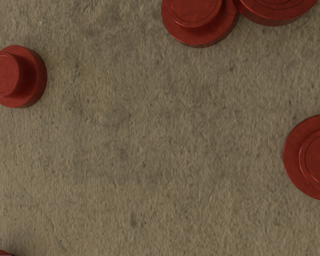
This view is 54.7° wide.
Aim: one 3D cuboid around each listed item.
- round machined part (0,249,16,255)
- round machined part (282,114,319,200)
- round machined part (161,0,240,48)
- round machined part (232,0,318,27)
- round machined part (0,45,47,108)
[{"bbox_3d":[-0.252,0.239,0.487,0.098,0.042,0.097,0,90,19],"label":"round machined part"},{"bbox_3d":[0.185,0.032,0.335,0.098,0.042,0.097,0,90,19],"label":"round machined part"},{"bbox_3d":[0.047,-0.152,0.383,0.098,0.042,0.097,0,90,19],"label":"round machined part"},{"bbox_3d":[0.126,-0.161,0.346,0.099,0.042,0.097,0,87,2],"label":"round machined part"},{"bbox_3d":[-0.229,-0.080,0.479,0.098,0.042,0.097,0,90,19],"label":"round machined part"}]
